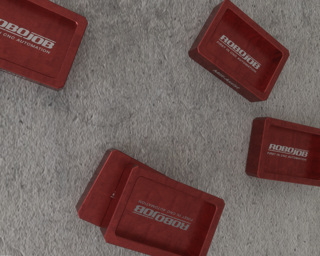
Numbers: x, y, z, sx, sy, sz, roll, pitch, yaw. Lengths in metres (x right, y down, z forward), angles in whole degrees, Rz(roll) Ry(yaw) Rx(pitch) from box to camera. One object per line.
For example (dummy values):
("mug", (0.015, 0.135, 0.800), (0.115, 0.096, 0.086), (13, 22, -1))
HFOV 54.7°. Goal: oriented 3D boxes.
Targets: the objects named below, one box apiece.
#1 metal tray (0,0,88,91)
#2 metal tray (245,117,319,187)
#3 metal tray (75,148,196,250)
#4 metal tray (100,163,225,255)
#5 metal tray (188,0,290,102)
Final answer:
("metal tray", (-0.159, -0.106, 0.347), (0.131, 0.030, 0.090), (20, 83, -19))
("metal tray", (0.201, 0.038, 0.480), (0.131, 0.030, 0.090), (11, 86, -20))
("metal tray", (-0.028, 0.094, 0.396), (0.131, 0.030, 0.090), (31, 80, -18))
("metal tray", (0.006, 0.107, 0.375), (0.131, 0.030, 0.090), (24, 82, -19))
("metal tray", (0.117, -0.108, 0.448), (0.130, 0.030, 0.090), (32, 79, -17))
